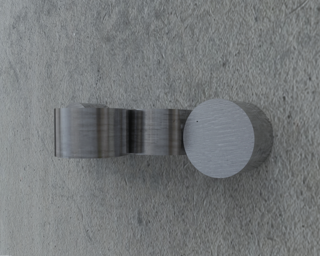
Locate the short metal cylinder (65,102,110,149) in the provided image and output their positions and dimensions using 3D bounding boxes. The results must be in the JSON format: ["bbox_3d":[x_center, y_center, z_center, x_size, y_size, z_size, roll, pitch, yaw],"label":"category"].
[{"bbox_3d":[-0.112,0.001,0.483,0.080,0.050,0.080,0,90,39],"label":"short metal cylinder"}]

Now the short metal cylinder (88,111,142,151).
[{"bbox_3d":[-0.060,0.003,0.421,0.080,0.081,0.050,1,91,40],"label":"short metal cylinder"}]

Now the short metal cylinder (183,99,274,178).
[{"bbox_3d":[0.072,0.010,0.330,0.080,0.050,0.080,1,91,39],"label":"short metal cylinder"}]

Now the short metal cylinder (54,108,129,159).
[{"bbox_3d":[-0.074,0.004,0.342,0.080,0.081,0.050,1,92,40],"label":"short metal cylinder"}]

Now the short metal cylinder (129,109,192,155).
[{"bbox_3d":[0.001,0.004,0.370,0.080,0.081,0.050,1,90,40],"label":"short metal cylinder"}]
